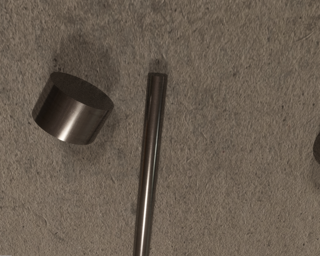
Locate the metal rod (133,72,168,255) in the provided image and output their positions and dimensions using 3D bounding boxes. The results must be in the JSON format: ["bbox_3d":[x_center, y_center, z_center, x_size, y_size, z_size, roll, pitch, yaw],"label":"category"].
[{"bbox_3d":[-0.017,0.073,0.436,0.025,0.025,0.298,5,110,-2],"label":"metal rod"}]

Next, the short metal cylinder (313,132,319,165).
[{"bbox_3d":[0.256,0.033,0.412,0.081,0.050,0.079,0,110,-1],"label":"short metal cylinder"}]

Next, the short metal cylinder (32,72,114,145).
[{"bbox_3d":[-0.103,-0.024,0.370,0.080,0.080,0.050,30,107,-11],"label":"short metal cylinder"}]
